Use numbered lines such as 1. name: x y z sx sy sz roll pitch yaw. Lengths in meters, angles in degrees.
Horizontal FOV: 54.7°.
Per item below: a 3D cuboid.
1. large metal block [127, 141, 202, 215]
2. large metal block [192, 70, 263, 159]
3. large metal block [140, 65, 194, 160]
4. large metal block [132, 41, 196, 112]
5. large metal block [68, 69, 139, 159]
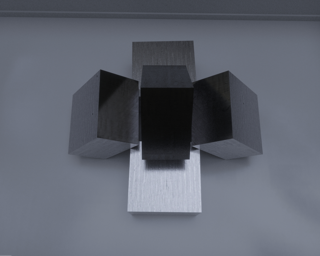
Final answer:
1. large metal block: 0.006 0.062 0.372 0.080 0.050 0.080 1 70 0
2. large metal block: 0.081 -0.011 0.376 0.050 0.080 0.080 -14 66 36
3. large metal block: 0.006 -0.020 0.344 0.050 0.079 0.080 0 26 -1
4. large metal block: 0.005 -0.068 0.417 0.081 0.050 0.080 -1 70 -1
5. large metal block: -0.069 -0.012 0.375 0.050 0.080 0.080 13 66 -35
